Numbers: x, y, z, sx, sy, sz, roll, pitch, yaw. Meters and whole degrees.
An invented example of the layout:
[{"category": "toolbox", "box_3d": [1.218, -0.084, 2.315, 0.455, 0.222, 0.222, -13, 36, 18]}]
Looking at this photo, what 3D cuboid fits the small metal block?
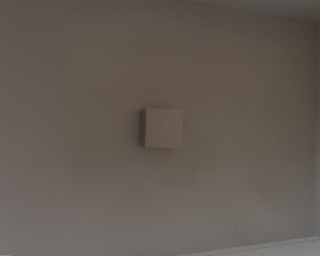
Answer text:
[{"category": "small metal block", "box_3d": [0.002, 0.000, 0.407, 0.050, 0.025, 0.050, 2, 90, -20]}]
